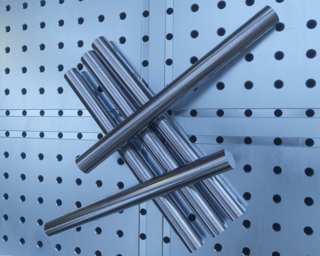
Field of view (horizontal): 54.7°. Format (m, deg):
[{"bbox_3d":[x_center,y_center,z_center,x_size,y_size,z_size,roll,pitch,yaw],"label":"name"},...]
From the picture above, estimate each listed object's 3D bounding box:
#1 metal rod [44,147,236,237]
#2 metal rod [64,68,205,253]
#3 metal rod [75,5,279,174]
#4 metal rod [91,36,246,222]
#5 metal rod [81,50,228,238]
[{"bbox_3d":[-0.044,0.093,0.405,0.300,0.025,0.025,-26,82,26],"label":"metal rod"},{"bbox_3d":[-0.041,0.036,0.426,0.025,0.025,0.299,-41,78,15],"label":"metal rod"},{"bbox_3d":[0.016,-0.042,0.385,0.300,0.025,0.025,-38,78,7],"label":"metal rod"},{"bbox_3d":[0.004,-0.007,0.410,0.025,0.025,0.300,-42,77,15],"label":"metal rod"},{"bbox_3d":[-0.014,0.013,0.417,0.025,0.025,0.299,-41,78,15],"label":"metal rod"}]
